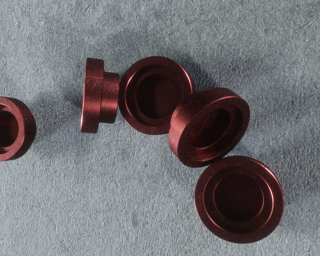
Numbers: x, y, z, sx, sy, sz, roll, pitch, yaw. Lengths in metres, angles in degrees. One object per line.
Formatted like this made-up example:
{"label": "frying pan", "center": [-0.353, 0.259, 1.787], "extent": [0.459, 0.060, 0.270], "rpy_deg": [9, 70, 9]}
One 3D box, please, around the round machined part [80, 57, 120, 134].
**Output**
{"label": "round machined part", "center": [-0.079, -0.041, 0.408], "extent": [0.042, 0.098, 0.097], "rpy_deg": [5, 92, -15]}

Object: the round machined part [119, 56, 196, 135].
{"label": "round machined part", "center": [-0.001, -0.040, 0.400], "extent": [0.098, 0.042, 0.097], "rpy_deg": [0, 90, 19]}

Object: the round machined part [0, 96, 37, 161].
{"label": "round machined part", "center": [-0.234, 0.001, 0.483], "extent": [0.098, 0.042, 0.097], "rpy_deg": [0, 90, 20]}

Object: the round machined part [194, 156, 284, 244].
{"label": "round machined part", "center": [0.094, 0.081, 0.367], "extent": [0.098, 0.042, 0.097], "rpy_deg": [0, 90, 20]}

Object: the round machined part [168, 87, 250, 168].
{"label": "round machined part", "center": [0.052, -0.004, 0.358], "extent": [0.098, 0.098, 0.042], "rpy_deg": [-52, 47, 13]}
